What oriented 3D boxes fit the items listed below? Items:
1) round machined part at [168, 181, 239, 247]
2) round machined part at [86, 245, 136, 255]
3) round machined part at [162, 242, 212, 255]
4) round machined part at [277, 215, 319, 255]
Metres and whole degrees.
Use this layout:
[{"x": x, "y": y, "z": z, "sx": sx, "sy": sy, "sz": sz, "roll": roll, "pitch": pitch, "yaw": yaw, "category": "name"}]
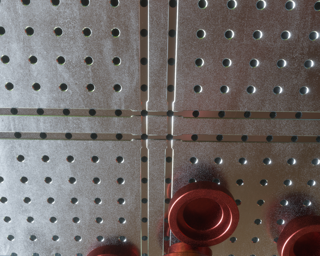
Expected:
[{"x": 0.061, "y": 0.119, "z": 0.448, "sx": 0.099, "sy": 0.042, "sz": 0.097, "roll": 0, "pitch": 110, "yaw": 0, "category": "round machined part"}, {"x": -0.078, "y": 0.240, "z": 0.492, "sx": 0.099, "sy": 0.042, "sz": 0.097, "roll": 0, "pitch": 110, "yaw": 0, "category": "round machined part"}, {"x": 0.045, "y": 0.206, "z": 0.467, "sx": 0.098, "sy": 0.042, "sz": 0.097, "roll": 4, "pitch": 137, "yaw": 4, "category": "round machined part"}, {"x": 0.226, "y": 0.173, "z": 0.469, "sx": 0.099, "sy": 0.042, "sz": 0.097, "roll": 0, "pitch": 110, "yaw": 0, "category": "round machined part"}]
